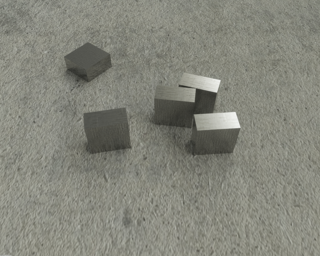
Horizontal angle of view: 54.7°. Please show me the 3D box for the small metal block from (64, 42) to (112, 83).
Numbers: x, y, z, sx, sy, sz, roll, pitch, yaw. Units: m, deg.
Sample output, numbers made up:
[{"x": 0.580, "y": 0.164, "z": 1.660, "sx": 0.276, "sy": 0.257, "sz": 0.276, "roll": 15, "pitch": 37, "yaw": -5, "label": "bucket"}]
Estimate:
[{"x": -0.113, "y": -0.105, "z": 0.490, "sx": 0.050, "sy": 0.025, "sz": 0.050, "roll": 32, "pitch": 57, "yaw": 24, "label": "small metal block"}]

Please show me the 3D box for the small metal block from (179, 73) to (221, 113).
[{"x": 0.052, "y": -0.044, "z": 0.424, "sx": 0.050, "sy": 0.050, "sz": 0.025, "roll": 14, "pitch": 52, "yaw": 11, "label": "small metal block"}]

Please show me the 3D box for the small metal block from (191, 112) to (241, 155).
[{"x": 0.067, "y": 0.008, "z": 0.381, "sx": 0.050, "sy": 0.050, "sz": 0.025, "roll": -4, "pitch": 50, "yaw": -3, "label": "small metal block"}]

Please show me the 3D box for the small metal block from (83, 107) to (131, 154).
[{"x": -0.064, "y": 0.004, "z": 0.383, "sx": 0.050, "sy": 0.050, "sz": 0.025, "roll": -9, "pitch": 51, "yaw": -7, "label": "small metal block"}]

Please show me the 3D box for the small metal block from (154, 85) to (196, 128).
[{"x": 0.020, "y": -0.028, "z": 0.410, "sx": 0.050, "sy": 0.050, "sz": 0.025, "roll": 6, "pitch": 51, "yaw": 5, "label": "small metal block"}]
